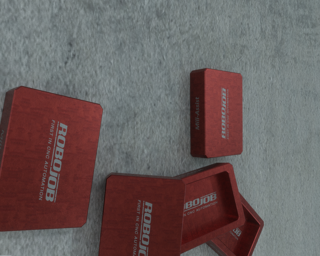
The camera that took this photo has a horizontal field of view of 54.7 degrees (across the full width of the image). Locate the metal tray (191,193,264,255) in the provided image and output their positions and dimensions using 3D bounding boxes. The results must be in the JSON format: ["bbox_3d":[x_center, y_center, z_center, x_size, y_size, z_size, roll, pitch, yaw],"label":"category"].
[{"bbox_3d":[0.113,0.157,0.499,0.130,0.030,0.090,48,61,-30],"label":"metal tray"}]

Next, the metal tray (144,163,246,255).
[{"bbox_3d":[0.048,0.106,0.418,0.131,0.030,0.089,-13,90,-27],"label":"metal tray"}]

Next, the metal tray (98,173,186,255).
[{"bbox_3d":[-0.022,0.120,0.357,0.091,0.030,0.129,6,86,-8],"label":"metal tray"}]

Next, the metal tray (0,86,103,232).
[{"bbox_3d":[-0.112,0.032,0.309,0.091,0.030,0.129,12,82,-40],"label":"metal tray"}]

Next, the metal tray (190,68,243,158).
[{"bbox_3d":[0.089,-0.022,0.479,0.091,0.030,0.129,-1,91,-40],"label":"metal tray"}]
